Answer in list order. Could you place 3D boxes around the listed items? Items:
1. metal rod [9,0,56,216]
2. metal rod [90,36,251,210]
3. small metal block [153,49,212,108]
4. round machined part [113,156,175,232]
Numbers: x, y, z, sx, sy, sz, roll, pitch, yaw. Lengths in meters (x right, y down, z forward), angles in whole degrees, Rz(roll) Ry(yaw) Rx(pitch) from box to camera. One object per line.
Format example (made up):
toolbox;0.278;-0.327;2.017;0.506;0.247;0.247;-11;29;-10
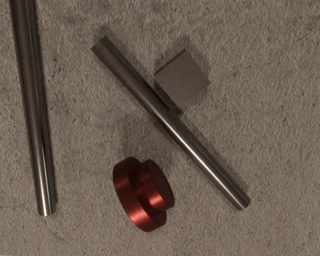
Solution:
metal rod;-0.162;-0.019;0.400;0.025;0.025;0.298;1;110;-1
metal rod;0.024;0.004;0.411;0.025;0.025;0.300;-39;106;13
small metal block;0.027;-0.063;0.387;0.050;0.025;0.050;-37;106;12
round machined part;-0.016;0.079;0.400;0.042;0.098;0.098;-30;108;10
